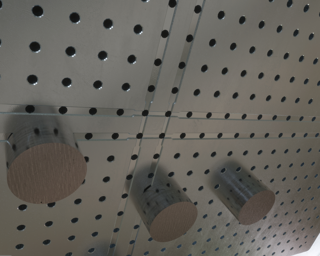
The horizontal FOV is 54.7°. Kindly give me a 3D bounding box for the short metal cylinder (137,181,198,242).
[{"bbox_3d":[0.011,0.130,0.483,0.081,0.050,0.079,-14,125,-21],"label":"short metal cylinder"}]

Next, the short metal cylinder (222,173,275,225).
[{"bbox_3d":[0.162,0.130,0.567,0.081,0.050,0.079,-14,125,-21],"label":"short metal cylinder"}]

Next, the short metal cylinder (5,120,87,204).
[{"bbox_3d":[-0.129,0.038,0.349,0.081,0.050,0.079,-14,125,-21],"label":"short metal cylinder"}]
